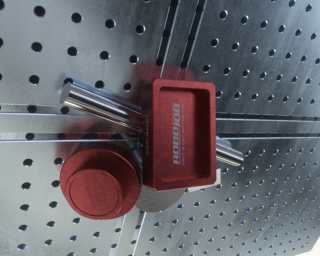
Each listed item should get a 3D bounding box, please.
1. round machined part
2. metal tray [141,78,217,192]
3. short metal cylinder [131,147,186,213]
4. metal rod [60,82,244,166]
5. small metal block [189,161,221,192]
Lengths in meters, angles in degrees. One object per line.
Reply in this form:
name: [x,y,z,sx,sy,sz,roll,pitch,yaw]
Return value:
round machined part: [-0.072,0.069,0.368,0.099,0.042,0.097,2,110,6]
metal tray: [0.025,0.007,0.383,0.091,0.030,0.129,-1,90,-29]
short metal cylinder: [-0.008,0.069,0.429,0.081,0.050,0.079,-14,124,-21]
metal rod: [0.013,0.007,0.418,0.302,0.025,0.025,21,107,-36]
small metal block: [0.064,0.069,0.470,0.050,0.025,0.050,-16,143,0]
